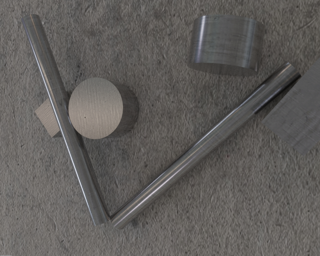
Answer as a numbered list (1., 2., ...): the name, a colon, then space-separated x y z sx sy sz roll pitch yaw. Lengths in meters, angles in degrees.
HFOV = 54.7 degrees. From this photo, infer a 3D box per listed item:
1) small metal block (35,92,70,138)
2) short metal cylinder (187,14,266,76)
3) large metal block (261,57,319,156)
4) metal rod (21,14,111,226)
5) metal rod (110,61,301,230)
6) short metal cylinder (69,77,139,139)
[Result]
1. small metal block: -0.150 -0.021 0.462 0.050 0.025 0.050 -40 78 15
2. short metal cylinder: 0.075 -0.091 0.353 0.080 0.080 0.050 9 93 19
3. large metal block: 0.155 -0.020 0.325 0.050 0.080 0.080 43 103 15
4. metal rod: -0.130 -0.012 0.428 0.025 0.025 0.299 -20 89 19
5. metal rod: 0.047 0.031 0.392 0.299 0.025 0.025 -43 77 14
6. short metal cylinder: -0.075 -0.026 0.422 0.080 0.050 0.080 0 90 20
